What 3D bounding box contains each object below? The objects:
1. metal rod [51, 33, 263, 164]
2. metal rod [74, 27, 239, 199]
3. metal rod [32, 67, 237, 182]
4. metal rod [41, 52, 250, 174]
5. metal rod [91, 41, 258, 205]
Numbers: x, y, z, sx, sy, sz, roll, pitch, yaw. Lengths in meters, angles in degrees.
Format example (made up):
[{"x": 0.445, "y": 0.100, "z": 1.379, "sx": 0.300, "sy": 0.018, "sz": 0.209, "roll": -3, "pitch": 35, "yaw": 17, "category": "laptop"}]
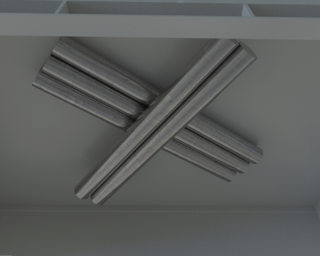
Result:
[{"x": 0.014, "y": -0.025, "z": 0.386, "sx": 0.301, "sy": 0.025, "sz": 0.025, "roll": 28, "pitch": 125, "yaw": -22, "category": "metal rod"}, {"x": -0.023, "y": 0.002, "z": 0.376, "sx": 0.025, "sy": 0.025, "sz": 0.299, "roll": 30, "pitch": 124, "yaw": -23, "category": "metal rod"}, {"x": -0.017, "y": 0.005, "z": 0.411, "sx": 0.301, "sy": 0.025, "sz": 0.025, "roll": 28, "pitch": 125, "yaw": -22, "category": "metal rod"}, {"x": -0.002, "y": -0.009, "z": 0.399, "sx": 0.301, "sy": 0.025, "sz": 0.025, "roll": 28, "pitch": 125, "yaw": -22, "category": "metal rod"}, {"x": -0.002, "y": 0.013, "z": 0.385, "sx": 0.025, "sy": 0.025, "sz": 0.299, "roll": 30, "pitch": 124, "yaw": -23, "category": "metal rod"}]
